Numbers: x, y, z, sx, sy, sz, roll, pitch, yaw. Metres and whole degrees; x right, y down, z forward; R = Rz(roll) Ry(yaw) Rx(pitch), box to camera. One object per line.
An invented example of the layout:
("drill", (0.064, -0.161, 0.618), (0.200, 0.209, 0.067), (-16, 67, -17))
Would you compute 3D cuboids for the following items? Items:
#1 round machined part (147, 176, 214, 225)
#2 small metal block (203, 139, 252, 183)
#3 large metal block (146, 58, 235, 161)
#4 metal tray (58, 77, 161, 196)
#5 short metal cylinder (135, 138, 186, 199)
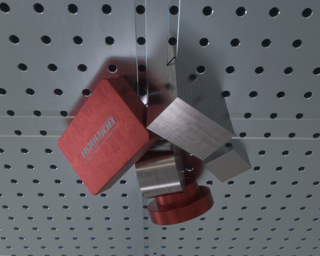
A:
("round machined part", (0.028, 0.104, 0.466), (0.098, 0.098, 0.042), (-16, 93, 13))
("small metal block", (0.097, 0.048, 0.453), (0.050, 0.025, 0.050), (-32, 123, 24))
("large metal block", (0.033, -0.022, 0.357), (0.080, 0.080, 0.050), (31, 124, -24))
("metal tray", (-0.066, 0.012, 0.383), (0.090, 0.030, 0.129), (52, 122, 13))
("short metal cylinder", (0.002, 0.052, 0.420), (0.050, 0.080, 0.080), (-11, 129, 9))
